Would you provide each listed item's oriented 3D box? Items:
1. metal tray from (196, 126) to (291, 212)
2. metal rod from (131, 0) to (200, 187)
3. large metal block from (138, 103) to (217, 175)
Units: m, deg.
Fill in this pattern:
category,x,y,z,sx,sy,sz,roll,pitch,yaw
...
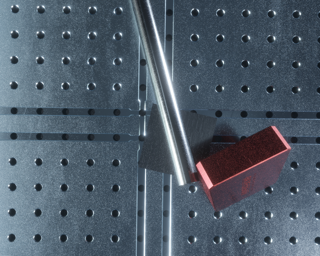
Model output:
category,x,y,z,sx,sy,sz,roll,pitch,yaw
metal tray,0.096,0.054,0.363,0.090,0.130,0.030,-27,62,0
metal rod,-0.004,-0.079,0.377,0.025,0.025,0.299,-14,76,0
large metal block,0.021,0.018,0.401,0.080,0.050,0.080,13,90,-1
